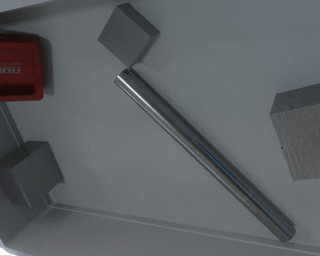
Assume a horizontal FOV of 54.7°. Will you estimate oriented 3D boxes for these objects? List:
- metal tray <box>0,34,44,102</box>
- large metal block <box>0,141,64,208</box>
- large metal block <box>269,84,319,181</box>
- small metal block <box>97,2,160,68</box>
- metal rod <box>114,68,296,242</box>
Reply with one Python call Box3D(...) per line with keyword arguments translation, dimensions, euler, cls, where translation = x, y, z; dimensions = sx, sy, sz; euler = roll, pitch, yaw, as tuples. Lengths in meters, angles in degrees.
Box3D(translation=(-0.232, -0.081, 0.423), dimensions=(0.131, 0.030, 0.089), euler=(-4, 128, -20), cls="metal tray")
Box3D(translation=(-0.226, 0.077, 0.537), dimensions=(0.050, 0.080, 0.079), euler=(1, 119, 27), cls="large metal block")
Box3D(translation=(0.165, 0.002, 0.307), dimensions=(0.080, 0.050, 0.080), euler=(-13, 112, 33), cls="large metal block")
Box3D(translation=(-0.037, -0.107, 0.360), dimensions=(0.050, 0.025, 0.050), euler=(42, 129, -2), cls="small metal block")
Box3D(translation=(0.059, 0.036, 0.399), dimensions=(0.300, 0.025, 0.025), euler=(44, 129, -3), cls="metal rod")
